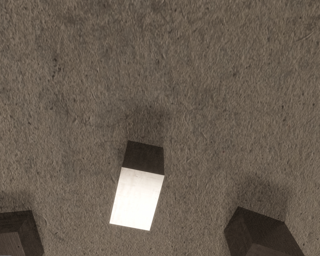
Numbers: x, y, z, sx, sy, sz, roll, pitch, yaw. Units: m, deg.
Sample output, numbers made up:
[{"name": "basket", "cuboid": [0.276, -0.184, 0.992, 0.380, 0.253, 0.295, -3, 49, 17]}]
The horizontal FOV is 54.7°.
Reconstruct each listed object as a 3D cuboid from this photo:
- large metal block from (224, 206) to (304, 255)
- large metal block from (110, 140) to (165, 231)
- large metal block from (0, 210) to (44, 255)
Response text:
[{"name": "large metal block", "cuboid": [0.147, 0.168, 0.444, 0.080, 0.080, 0.050, 21, 109, -8]}, {"name": "large metal block", "cuboid": [-0.029, 0.072, 0.407, 0.050, 0.080, 0.079, 12, 110, -5]}, {"name": "large metal block", "cuboid": [-0.229, 0.173, 0.457, 0.080, 0.050, 0.079, -6, 110, 1]}]
